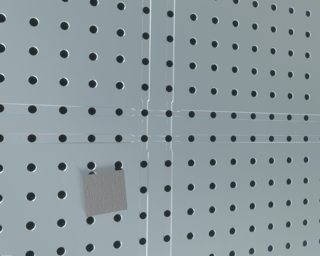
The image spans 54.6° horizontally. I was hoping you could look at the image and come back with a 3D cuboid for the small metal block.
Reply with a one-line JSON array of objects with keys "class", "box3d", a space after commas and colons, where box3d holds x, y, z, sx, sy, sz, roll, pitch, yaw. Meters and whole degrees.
[{"class": "small metal block", "box3d": [-0.070, 0.078, 0.387, 0.050, 0.025, 0.050, -6, 92, -20]}]
